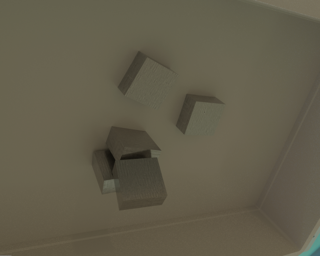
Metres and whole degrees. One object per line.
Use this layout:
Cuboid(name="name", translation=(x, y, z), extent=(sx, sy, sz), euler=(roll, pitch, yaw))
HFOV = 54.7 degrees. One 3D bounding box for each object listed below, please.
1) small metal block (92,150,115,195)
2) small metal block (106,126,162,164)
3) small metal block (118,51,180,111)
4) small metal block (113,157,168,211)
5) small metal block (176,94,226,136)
Cuboid(name="small metal block", translation=(-0.055, 0.053, 0.395), extent=(0.050, 0.050, 0.025), euler=(-6, 131, -26))
Cuboid(name="small metal block", translation=(-0.034, 0.024, 0.390), extent=(0.050, 0.050, 0.025), euler=(9, 114, -33))
Cuboid(name="small metal block", translation=(-0.014, -0.055, 0.368), extent=(0.050, 0.025, 0.050), euler=(22, 106, -37))
Cuboid(name="small metal block", translation=(-0.024, 0.063, 0.356), extent=(0.050, 0.050, 0.025), euler=(-2, 143, -20))
Cuboid(name="small metal block", translation=(0.056, -0.018, 0.431), extent=(0.050, 0.025, 0.050), euler=(3, 117, -30))
